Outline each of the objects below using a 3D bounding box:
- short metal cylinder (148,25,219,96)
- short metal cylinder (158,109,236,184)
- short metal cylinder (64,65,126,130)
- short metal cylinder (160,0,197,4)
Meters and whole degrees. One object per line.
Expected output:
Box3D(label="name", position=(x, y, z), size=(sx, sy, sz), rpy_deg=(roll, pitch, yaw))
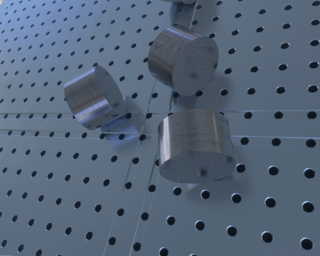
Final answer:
Box3D(label="short metal cylinder", position=(0.031, -0.089, 0.410), size=(0.080, 0.080, 0.050), rpy_deg=(-48, 52, -5))
Box3D(label="short metal cylinder", position=(0.038, 0.022, 0.338), size=(0.080, 0.080, 0.050), rpy_deg=(-15, 56, 19))
Box3D(label="short metal cylinder", position=(-0.091, -0.043, 0.445), size=(0.050, 0.080, 0.080), rpy_deg=(-26, 53, 12))
Box3D(label="short metal cylinder", position=(0.030, -0.248, 0.508), size=(0.050, 0.080, 0.080), rpy_deg=(23, 74, 36))
